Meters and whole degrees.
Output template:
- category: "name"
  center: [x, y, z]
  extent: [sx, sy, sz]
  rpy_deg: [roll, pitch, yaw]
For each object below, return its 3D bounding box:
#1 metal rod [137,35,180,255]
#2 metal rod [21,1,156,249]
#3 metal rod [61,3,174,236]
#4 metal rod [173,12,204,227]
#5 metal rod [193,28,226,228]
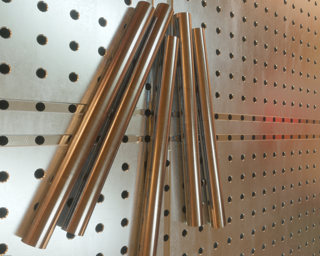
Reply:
- category: "metal rod"
  center: [-0.002, 0.027, 0.406]
  extent: [0.025, 0.025, 0.299]
  rpy_deg: [11, 83, -40]
- category: "metal rod"
  center: [-0.071, -0.019, 0.348]
  extent: [0.025, 0.025, 0.300]
  rpy_deg: [34, 69, -35]
- category: "metal rod"
  center: [-0.043, -0.024, 0.372]
  extent: [0.025, 0.025, 0.300]
  rpy_deg: [32, 70, -35]
- category: "metal rod"
  center: [0.041, -0.009, 0.442]
  extent: [0.025, 0.025, 0.298]
  rpy_deg: [-7, 94, -40]
- category: "metal rod"
  center: [0.071, 0.004, 0.467]
  extent: [0.025, 0.025, 0.298]
  rpy_deg: [-13, 98, -39]
